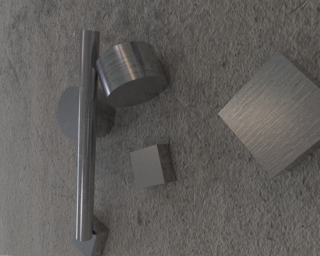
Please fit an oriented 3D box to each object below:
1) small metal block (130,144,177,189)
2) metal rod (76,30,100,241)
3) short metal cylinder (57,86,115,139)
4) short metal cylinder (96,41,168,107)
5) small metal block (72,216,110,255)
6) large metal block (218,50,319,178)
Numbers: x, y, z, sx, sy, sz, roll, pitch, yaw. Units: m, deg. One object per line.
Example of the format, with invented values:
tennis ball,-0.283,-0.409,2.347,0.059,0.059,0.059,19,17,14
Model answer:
small metal block,-0.010,0.051,0.413,0.050,0.025,0.050,-19,78,38
metal rod,-0.102,0.019,0.435,0.025,0.025,0.298,15,106,39
short metal cylinder,-0.116,-0.023,0.484,0.080,0.050,0.080,0,90,40
short metal cylinder,-0.037,-0.067,0.399,0.080,0.081,0.050,-31,71,35
small metal block,-0.112,0.174,0.497,0.050,0.025,0.050,27,107,36
large metal block,0.117,-0.012,0.292,0.080,0.050,0.080,-50,61,28
